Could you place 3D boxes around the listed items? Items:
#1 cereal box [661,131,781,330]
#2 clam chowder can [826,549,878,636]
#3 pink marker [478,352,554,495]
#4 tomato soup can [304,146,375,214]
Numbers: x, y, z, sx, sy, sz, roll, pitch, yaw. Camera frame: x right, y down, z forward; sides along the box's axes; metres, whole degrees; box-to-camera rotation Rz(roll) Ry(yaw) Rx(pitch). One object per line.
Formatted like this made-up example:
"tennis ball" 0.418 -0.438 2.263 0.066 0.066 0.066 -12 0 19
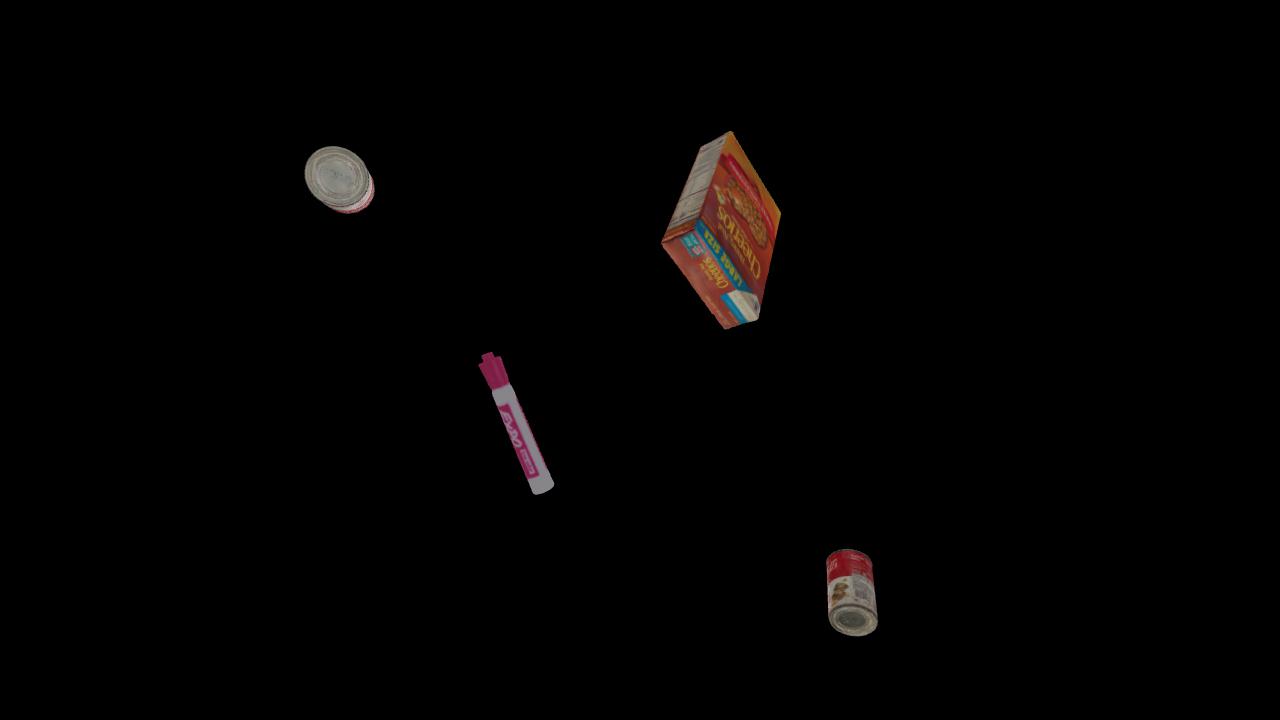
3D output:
"cereal box" 0.154 -0.230 1.072 0.081 0.306 0.203 -17 -52 36
"clam chowder can" 0.308 0.338 0.897 0.068 0.068 0.102 0 31 14
"pink marker" -0.100 0.051 0.495 0.020 0.121 0.020 -20 10 3
"tomato soup can" -0.351 -0.209 0.724 0.068 0.068 0.101 0 9 -21
